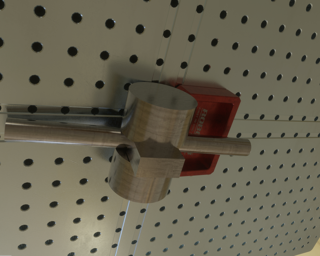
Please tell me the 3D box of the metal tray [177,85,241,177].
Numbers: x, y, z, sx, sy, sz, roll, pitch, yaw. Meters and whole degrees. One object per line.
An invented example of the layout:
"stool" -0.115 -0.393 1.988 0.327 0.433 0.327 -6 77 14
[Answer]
"metal tray" 0.052 0.008 0.441 0.091 0.030 0.129 1 118 -29

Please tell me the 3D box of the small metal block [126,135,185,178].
"small metal block" -0.006 0.031 0.349 0.050 0.050 0.025 5 116 -21

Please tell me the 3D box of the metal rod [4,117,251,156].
"metal rod" -0.021 0.014 0.378 0.302 0.025 0.025 5 116 -21

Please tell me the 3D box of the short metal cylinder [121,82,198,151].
"short metal cylinder" -0.002 -0.016 0.363 0.081 0.080 0.050 1 118 -29

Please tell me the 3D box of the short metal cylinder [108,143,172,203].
"short metal cylinder" -0.022 0.050 0.394 0.081 0.080 0.050 1 118 -29
